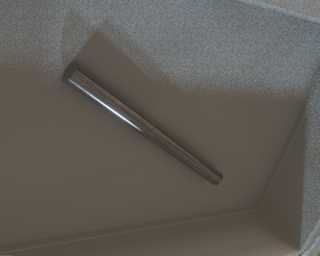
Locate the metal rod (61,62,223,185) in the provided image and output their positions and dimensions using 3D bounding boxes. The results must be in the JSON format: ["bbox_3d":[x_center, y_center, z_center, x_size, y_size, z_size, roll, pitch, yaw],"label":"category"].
[{"bbox_3d":[0.000,0.012,0.415,0.025,0.025,0.301,-48,129,6],"label":"metal rod"}]
